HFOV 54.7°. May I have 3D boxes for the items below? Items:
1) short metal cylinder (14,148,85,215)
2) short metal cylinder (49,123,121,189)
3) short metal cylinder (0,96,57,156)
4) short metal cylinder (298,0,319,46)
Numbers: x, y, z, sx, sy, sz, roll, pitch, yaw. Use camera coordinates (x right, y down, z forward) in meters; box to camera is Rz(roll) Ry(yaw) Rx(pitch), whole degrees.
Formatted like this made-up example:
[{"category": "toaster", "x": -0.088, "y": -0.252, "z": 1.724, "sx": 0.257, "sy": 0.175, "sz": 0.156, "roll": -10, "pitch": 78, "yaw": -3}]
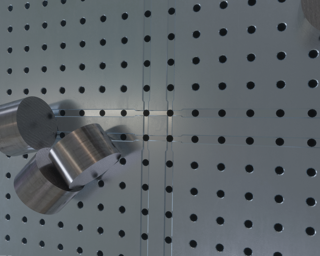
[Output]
[{"category": "short metal cylinder", "x": -0.154, "y": 0.074, "z": 0.438, "sx": 0.050, "sy": 0.080, "sz": 0.080, "roll": -45, "pitch": 76, "yaw": 15}, {"category": "short metal cylinder", "x": -0.100, "y": 0.038, "z": 0.419, "sx": 0.080, "sy": 0.080, "sz": 0.050, "roll": -41, "pitch": 77, "yaw": 15}, {"category": "short metal cylinder", "x": -0.198, "y": -0.002, "z": 0.453, "sx": 0.050, "sy": 0.080, "sz": 0.080, "roll": -12, "pitch": 86, "yaw": 20}, {"category": "short metal cylinder", "x": 0.193, "y": -0.132, "z": 0.331, "sx": 0.080, "sy": 0.050, "sz": 0.079, "roll": 0, "pitch": 90, "yaw": 20}]
